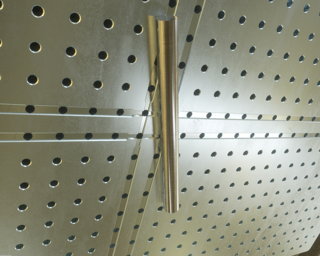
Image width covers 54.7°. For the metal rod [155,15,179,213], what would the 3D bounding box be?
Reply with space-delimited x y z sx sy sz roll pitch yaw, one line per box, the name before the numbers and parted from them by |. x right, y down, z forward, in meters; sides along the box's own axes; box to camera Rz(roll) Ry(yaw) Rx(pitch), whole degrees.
metal rod | 0.013 0.004 0.422 0.025 0.025 0.298 -16 125 -20
